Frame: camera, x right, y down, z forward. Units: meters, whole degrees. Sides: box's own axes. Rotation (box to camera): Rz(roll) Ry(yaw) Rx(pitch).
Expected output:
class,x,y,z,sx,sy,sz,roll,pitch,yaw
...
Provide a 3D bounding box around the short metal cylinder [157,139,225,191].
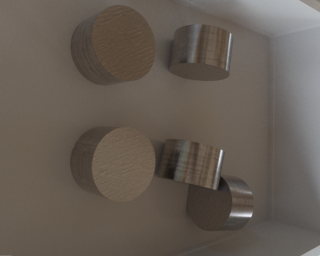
class,x,y,z,sx,sy,sz,roll,pitch,yaw
short metal cylinder,0.041,0.049,0.407,0.080,0.080,0.050,21,77,-38

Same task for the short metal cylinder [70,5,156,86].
class,x,y,z,sx,sy,sz,roll,pitch,yaw
short metal cylinder,-0.052,-0.090,0.348,0.081,0.050,0.079,0,90,-40

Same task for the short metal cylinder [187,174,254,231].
class,x,y,z,sx,sy,sz,roll,pitch,yaw
short metal cylinder,0.086,0.106,0.445,0.050,0.080,0.080,15,80,-39

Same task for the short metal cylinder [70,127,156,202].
class,x,y,z,sx,sy,sz,roll,pitch,yaw
short metal cylinder,-0.052,0.038,0.348,0.081,0.050,0.079,0,90,-40

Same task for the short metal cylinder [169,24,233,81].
class,x,y,z,sx,sy,sz,roll,pitch,yaw
short metal cylinder,0.056,-0.099,0.420,0.081,0.080,0.050,12,82,-40
